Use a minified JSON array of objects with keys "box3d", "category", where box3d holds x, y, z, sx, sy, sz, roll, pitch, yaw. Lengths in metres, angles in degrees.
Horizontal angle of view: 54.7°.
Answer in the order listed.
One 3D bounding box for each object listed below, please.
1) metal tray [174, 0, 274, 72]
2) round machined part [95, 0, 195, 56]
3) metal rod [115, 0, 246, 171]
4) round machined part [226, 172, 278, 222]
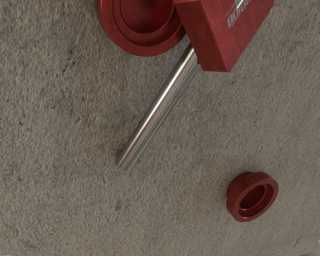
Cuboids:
[{"box3d":[0.074,-0.133,0.326,0.130,0.030,0.090,-54,134,-25],"category":"metal tray"},{"box3d":[-0.016,-0.125,0.310,0.099,0.042,0.097,-14,124,-21],"category":"round machined part"},{"box3d":[0.028,-0.064,0.350,0.025,0.025,0.298,16,120,-35],"category":"metal rod"},{"box3d":[0.159,0.118,0.556,0.099,0.042,0.097,-14,124,-21],"category":"round machined part"}]
